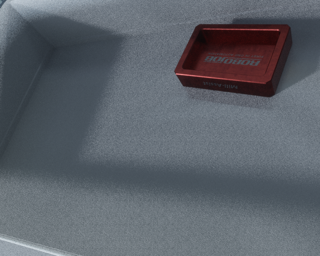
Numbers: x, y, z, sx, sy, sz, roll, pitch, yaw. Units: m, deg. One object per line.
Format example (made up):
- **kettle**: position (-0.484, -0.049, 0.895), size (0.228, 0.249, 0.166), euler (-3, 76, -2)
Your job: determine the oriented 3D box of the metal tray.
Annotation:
- **metal tray**: position (0.095, -0.093, 0.409), size (0.130, 0.030, 0.090), euler (13, 68, 33)
